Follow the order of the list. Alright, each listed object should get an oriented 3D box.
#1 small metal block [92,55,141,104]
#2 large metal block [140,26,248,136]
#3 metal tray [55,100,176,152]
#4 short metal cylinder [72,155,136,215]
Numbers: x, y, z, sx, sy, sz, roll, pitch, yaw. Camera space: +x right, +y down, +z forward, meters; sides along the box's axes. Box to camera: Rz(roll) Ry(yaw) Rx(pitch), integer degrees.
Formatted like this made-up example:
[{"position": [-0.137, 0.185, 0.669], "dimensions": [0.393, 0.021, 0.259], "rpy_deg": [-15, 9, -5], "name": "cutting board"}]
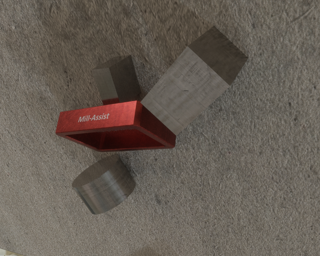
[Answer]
[{"position": [-0.052, -0.058, 0.383], "dimensions": [0.025, 0.050, 0.050], "rpy_deg": [0, 118, 28], "name": "small metal block"}, {"position": [0.037, -0.050, 0.321], "dimensions": [0.050, 0.080, 0.080], "rpy_deg": [43, 129, -2], "name": "large metal block"}, {"position": [-0.056, 0.003, 0.400], "dimensions": [0.130, 0.030, 0.090], "rpy_deg": [-5, 158, 30], "name": "metal tray"}, {"position": [-0.084, 0.084, 0.467], "dimensions": [0.080, 0.080, 0.050], "rpy_deg": [-19, 108, 35], "name": "short metal cylinder"}]
